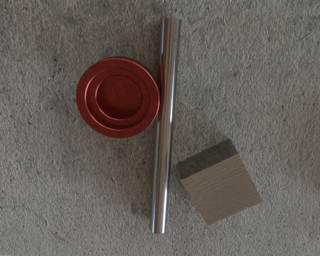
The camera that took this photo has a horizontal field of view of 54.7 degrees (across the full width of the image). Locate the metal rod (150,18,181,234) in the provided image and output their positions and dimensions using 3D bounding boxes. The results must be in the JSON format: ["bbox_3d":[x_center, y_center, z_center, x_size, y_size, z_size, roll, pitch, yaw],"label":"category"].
[{"bbox_3d":[0.005,0.011,0.414,0.025,0.025,0.298,3,110,-2],"label":"metal rod"}]

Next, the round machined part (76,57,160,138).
[{"bbox_3d":[-0.049,-0.040,0.384,0.099,0.042,0.097,0,110,1],"label":"round machined part"}]

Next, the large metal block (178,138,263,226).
[{"bbox_3d":[0.081,0.073,0.425,0.080,0.050,0.080,-27,108,9],"label":"large metal block"}]
